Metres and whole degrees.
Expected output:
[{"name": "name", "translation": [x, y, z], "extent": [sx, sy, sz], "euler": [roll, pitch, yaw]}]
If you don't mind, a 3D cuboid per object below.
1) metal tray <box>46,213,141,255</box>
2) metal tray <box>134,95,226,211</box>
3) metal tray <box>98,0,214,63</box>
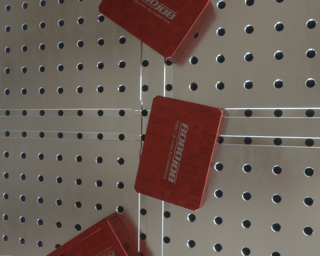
[{"name": "metal tray", "translation": [-0.096, 0.194, 0.442], "extent": [0.130, 0.030, 0.090], "euler": [-35, 79, 16]}, {"name": "metal tray", "translation": [0.025, 0.030, 0.401], "extent": [0.090, 0.030, 0.129], "euler": [14, 95, 19]}, {"name": "metal tray", "translation": [-0.007, -0.159, 0.412], "extent": [0.130, 0.030, 0.090], "euler": [38, 102, 15]}]
